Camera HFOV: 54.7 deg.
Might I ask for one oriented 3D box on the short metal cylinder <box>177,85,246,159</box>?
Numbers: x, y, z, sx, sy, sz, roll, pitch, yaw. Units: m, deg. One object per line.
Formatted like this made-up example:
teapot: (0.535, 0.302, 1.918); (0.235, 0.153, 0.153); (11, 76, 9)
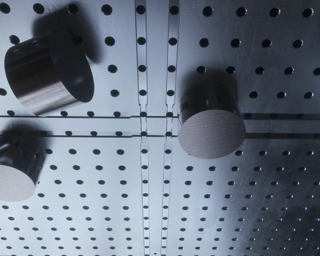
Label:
short metal cylinder: (0.062, -0.006, 0.390); (0.081, 0.050, 0.079); (0, 130, 0)

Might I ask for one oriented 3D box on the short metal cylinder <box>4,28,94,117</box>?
short metal cylinder: (-0.112, -0.057, 0.326); (0.050, 0.080, 0.080); (-17, 128, 14)

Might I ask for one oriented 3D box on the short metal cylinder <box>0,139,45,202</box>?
short metal cylinder: (-0.214, 0.061, 0.445); (0.081, 0.050, 0.079); (0, 130, 0)
